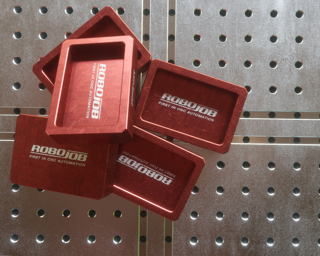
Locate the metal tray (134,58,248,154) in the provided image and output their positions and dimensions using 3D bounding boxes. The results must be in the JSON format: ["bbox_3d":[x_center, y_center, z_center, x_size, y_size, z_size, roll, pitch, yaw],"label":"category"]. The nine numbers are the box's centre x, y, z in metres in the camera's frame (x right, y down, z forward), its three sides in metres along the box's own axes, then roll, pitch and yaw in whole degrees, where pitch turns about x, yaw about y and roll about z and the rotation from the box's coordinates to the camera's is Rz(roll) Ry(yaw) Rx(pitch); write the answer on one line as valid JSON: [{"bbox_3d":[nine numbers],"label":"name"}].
[{"bbox_3d":[0.038,-0.028,0.410,0.131,0.030,0.090,18,91,0],"label":"metal tray"}]

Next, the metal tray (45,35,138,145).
[{"bbox_3d":[-0.076,-0.047,0.368,0.090,0.030,0.130,-2,66,7],"label":"metal tray"}]

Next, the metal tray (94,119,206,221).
[{"bbox_3d":[-0.018,0.053,0.410,0.130,0.030,0.090,25,90,0],"label":"metal tray"}]

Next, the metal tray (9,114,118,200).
[{"bbox_3d":[-0.121,0.034,0.393,0.130,0.030,0.090,7,91,14],"label":"metal tray"}]

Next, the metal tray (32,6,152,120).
[{"bbox_3d":[-0.087,-0.083,0.409,0.130,0.030,0.090,-39,89,0],"label":"metal tray"}]
